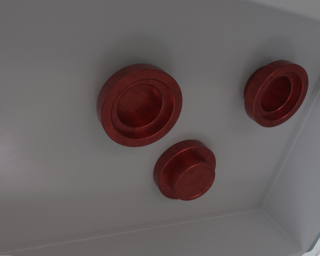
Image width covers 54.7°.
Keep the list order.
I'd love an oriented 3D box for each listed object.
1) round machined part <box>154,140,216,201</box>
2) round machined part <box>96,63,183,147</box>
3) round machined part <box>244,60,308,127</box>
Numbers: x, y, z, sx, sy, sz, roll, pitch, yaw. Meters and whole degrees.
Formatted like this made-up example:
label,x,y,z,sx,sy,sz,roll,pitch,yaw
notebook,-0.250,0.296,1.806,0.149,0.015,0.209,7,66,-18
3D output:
label,x,y,z,sx,sy,sz,roll,pitch,yaw
round machined part,0.043,0.070,0.464,0.099,0.042,0.097,-14,124,-21
round machined part,-0.026,-0.030,0.365,0.099,0.042,0.097,-14,124,-21
round machined part,0.163,-0.053,0.454,0.099,0.042,0.097,-14,124,-21
